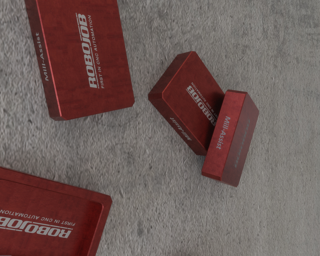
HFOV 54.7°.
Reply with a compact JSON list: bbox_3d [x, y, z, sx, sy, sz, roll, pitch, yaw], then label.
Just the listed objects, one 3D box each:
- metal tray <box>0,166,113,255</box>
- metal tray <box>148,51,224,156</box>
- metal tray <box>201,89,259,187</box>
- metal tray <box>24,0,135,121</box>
[{"bbox_3d":[-0.119,0.095,0.301,0.131,0.030,0.090,26,74,-37],"label":"metal tray"},{"bbox_3d":[0.052,-0.032,0.444,0.130,0.030,0.090,48,61,-29],"label":"metal tray"},{"bbox_3d":[0.109,0.018,0.465,0.090,0.030,0.130,31,76,-57],"label":"metal tray"},{"bbox_3d":[-0.082,-0.079,0.332,0.091,0.030,0.129,-16,100,-39],"label":"metal tray"}]
